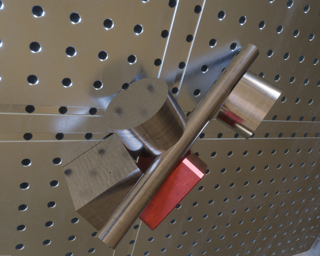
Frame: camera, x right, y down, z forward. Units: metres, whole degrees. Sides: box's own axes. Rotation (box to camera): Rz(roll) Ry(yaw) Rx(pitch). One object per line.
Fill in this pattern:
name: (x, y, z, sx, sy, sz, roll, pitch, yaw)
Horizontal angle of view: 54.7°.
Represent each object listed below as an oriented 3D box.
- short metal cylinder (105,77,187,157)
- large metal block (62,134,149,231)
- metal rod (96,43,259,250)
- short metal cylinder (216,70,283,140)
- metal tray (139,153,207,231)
short metal cylinder: (-0.016, -0.013, 0.360, 0.080, 0.080, 0.050, -37, 130, -4)
large metal block: (-0.064, 0.064, 0.381, 0.080, 0.080, 0.050, -34, 129, -6)
metal rod: (0.033, 0.006, 0.365, 0.301, 0.025, 0.025, -51, 132, -20)
short metal cylinder: (0.120, -0.031, 0.418, 0.080, 0.050, 0.080, -51, 166, -17)
metal tray: (0.021, 0.079, 0.419, 0.090, 0.030, 0.130, -48, 171, 6)
